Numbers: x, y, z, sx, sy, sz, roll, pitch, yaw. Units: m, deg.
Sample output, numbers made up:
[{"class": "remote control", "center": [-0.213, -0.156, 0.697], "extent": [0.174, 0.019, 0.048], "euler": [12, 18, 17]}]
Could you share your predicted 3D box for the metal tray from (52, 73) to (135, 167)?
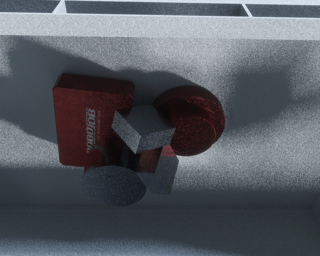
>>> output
[{"class": "metal tray", "center": [-0.083, -0.003, 0.397], "extent": [0.091, 0.030, 0.129], "euler": [6, 130, -6]}]

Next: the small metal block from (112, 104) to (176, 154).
[{"class": "small metal block", "center": [-0.019, -0.001, 0.356], "extent": [0.050, 0.050, 0.025], "euler": [-13, 135, -39]}]

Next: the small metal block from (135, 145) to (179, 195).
[{"class": "small metal block", "center": [-0.002, 0.047, 0.379], "extent": [0.025, 0.050, 0.050], "euler": [-2, 140, 26]}]

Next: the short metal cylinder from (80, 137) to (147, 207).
[{"class": "short metal cylinder", "center": [-0.057, 0.057, 0.399], "extent": [0.081, 0.050, 0.079], "euler": [0, 130, 0]}]

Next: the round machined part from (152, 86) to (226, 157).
[{"class": "round machined part", "center": [0.034, -0.002, 0.395], "extent": [0.099, 0.042, 0.097], "euler": [-1, 130, 0]}]
